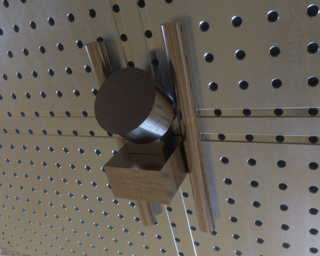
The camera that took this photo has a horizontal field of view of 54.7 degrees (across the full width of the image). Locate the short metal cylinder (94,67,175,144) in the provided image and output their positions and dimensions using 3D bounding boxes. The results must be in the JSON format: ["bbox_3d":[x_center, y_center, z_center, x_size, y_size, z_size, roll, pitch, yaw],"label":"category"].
[{"bbox_3d":[-0.030,-0.025,0.368,0.080,0.050,0.080,-8,71,25],"label":"short metal cylinder"}]

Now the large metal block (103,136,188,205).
[{"bbox_3d":[-0.013,0.051,0.411,0.080,0.080,0.050,1,119,28],"label":"large metal block"}]

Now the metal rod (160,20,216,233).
[{"bbox_3d":[0.042,0.017,0.400,0.025,0.025,0.298,2,119,27],"label":"metal rod"}]

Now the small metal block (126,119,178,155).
[{"bbox_3d":[-0.010,0.010,0.406,0.050,0.050,0.025,1,119,27],"label":"small metal block"}]

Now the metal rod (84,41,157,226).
[{"bbox_3d":[-0.050,0.024,0.452,0.025,0.025,0.298,1,119,28],"label":"metal rod"}]
